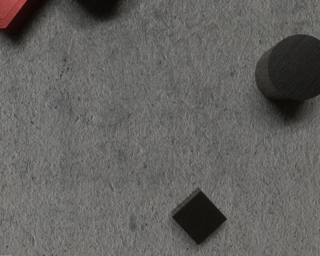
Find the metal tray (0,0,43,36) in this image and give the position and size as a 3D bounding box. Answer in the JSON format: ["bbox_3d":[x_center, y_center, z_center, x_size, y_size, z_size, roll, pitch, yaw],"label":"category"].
[{"bbox_3d":[-0.222,-0.196,0.405,0.130,0.030,0.090,37,90,0],"label":"metal tray"}]

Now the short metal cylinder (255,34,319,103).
[{"bbox_3d":[0.170,-0.074,0.399,0.081,0.050,0.080,0,90,0],"label":"short metal cylinder"}]

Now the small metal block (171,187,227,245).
[{"bbox_3d":[0.051,0.116,0.411,0.050,0.025,0.050,-42,90,0],"label":"small metal block"}]
